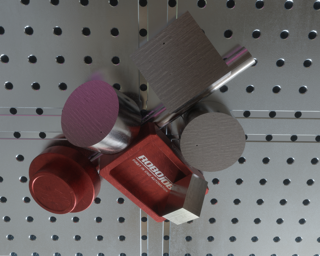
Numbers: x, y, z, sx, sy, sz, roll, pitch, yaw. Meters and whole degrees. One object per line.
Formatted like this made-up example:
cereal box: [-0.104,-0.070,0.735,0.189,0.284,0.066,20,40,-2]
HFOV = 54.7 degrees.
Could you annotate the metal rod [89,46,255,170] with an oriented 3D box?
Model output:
metal rod: [-0.009,-0.005,0.413,0.300,0.025,0.025,-35,107,12]

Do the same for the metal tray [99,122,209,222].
metal tray: [-0.006,0.064,0.419,0.090,0.030,0.130,-36,119,12]

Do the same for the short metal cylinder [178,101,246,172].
short metal cylinder: [0.065,0.010,0.404,0.081,0.050,0.079,0,110,0]

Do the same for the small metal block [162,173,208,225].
small metal block: [0.033,0.093,0.403,0.025,0.050,0.050,32,142,-13]

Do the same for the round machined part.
round machined part: [-0.134,0.076,0.417,0.098,0.042,0.097,7,117,14]

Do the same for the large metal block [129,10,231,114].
large metal block: [0.025,-0.073,0.361,0.080,0.050,0.080,-35,87,12]

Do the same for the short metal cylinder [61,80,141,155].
short metal cylinder: [-0.070,-0.011,0.373,0.080,0.050,0.080,-7,72,24]
